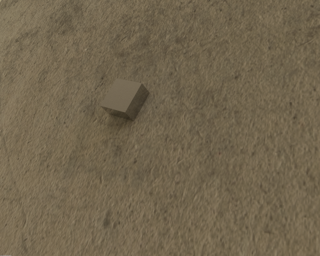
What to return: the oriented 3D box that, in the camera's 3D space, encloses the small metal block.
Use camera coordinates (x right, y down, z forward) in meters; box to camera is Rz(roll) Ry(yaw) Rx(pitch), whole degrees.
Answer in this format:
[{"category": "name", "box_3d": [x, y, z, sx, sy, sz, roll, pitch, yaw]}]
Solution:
[{"category": "small metal block", "box_3d": [-0.052, -0.042, 0.455, 0.050, 0.025, 0.050, 16, 70, 34]}]
